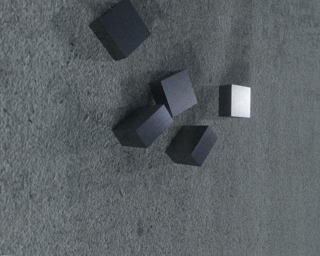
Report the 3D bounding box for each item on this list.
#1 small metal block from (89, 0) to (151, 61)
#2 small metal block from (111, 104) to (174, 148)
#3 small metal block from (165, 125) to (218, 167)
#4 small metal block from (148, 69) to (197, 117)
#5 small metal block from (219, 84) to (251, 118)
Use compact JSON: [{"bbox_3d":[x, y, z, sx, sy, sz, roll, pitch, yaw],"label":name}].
[{"bbox_3d":[-0.046,-0.116,0.366,0.050,0.025,0.050,-51,120,-28],"label":"small metal block"},{"bbox_3d":[-0.021,-0.003,0.370,0.050,0.050,0.025,-45,117,-31],"label":"small metal block"},{"bbox_3d":[0.043,0.023,0.424,0.025,0.050,0.050,50,61,-29],"label":"small metal block"},{"bbox_3d":[0.019,-0.047,0.420,0.050,0.025,0.050,-31,110,-36],"label":"small metal block"},{"bbox_3d":[0.122,-0.043,0.507,0.050,0.025,0.050,2,89,-40],"label":"small metal block"}]
